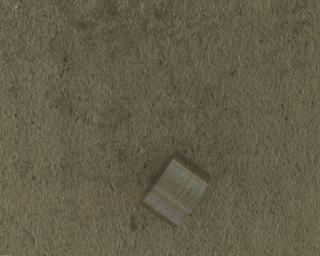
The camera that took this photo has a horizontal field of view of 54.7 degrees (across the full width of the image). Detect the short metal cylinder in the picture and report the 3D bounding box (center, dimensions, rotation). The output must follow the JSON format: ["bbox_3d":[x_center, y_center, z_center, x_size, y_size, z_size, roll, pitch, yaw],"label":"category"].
[{"bbox_3d":[0.017,0.074,0.382,0.050,0.080,0.080,36,90,0],"label":"short metal cylinder"}]
